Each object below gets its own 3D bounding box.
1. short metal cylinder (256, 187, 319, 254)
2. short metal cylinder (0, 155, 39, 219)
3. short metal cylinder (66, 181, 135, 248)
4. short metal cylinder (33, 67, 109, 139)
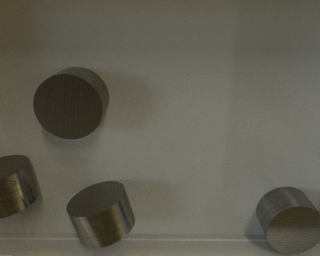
[{"bbox_3d":[0.187,0.133,0.448,0.081,0.050,0.079,0,110,0],"label":"short metal cylinder"},{"bbox_3d":[-0.207,0.076,0.408,0.080,0.080,0.050,-7,110,2],"label":"short metal cylinder"},{"bbox_3d":[-0.080,0.116,0.424,0.080,0.080,0.050,-14,110,5],"label":"short metal cylinder"},{"bbox_3d":[-0.107,-0.032,0.385,0.081,0.050,0.079,0,110,0],"label":"short metal cylinder"}]
